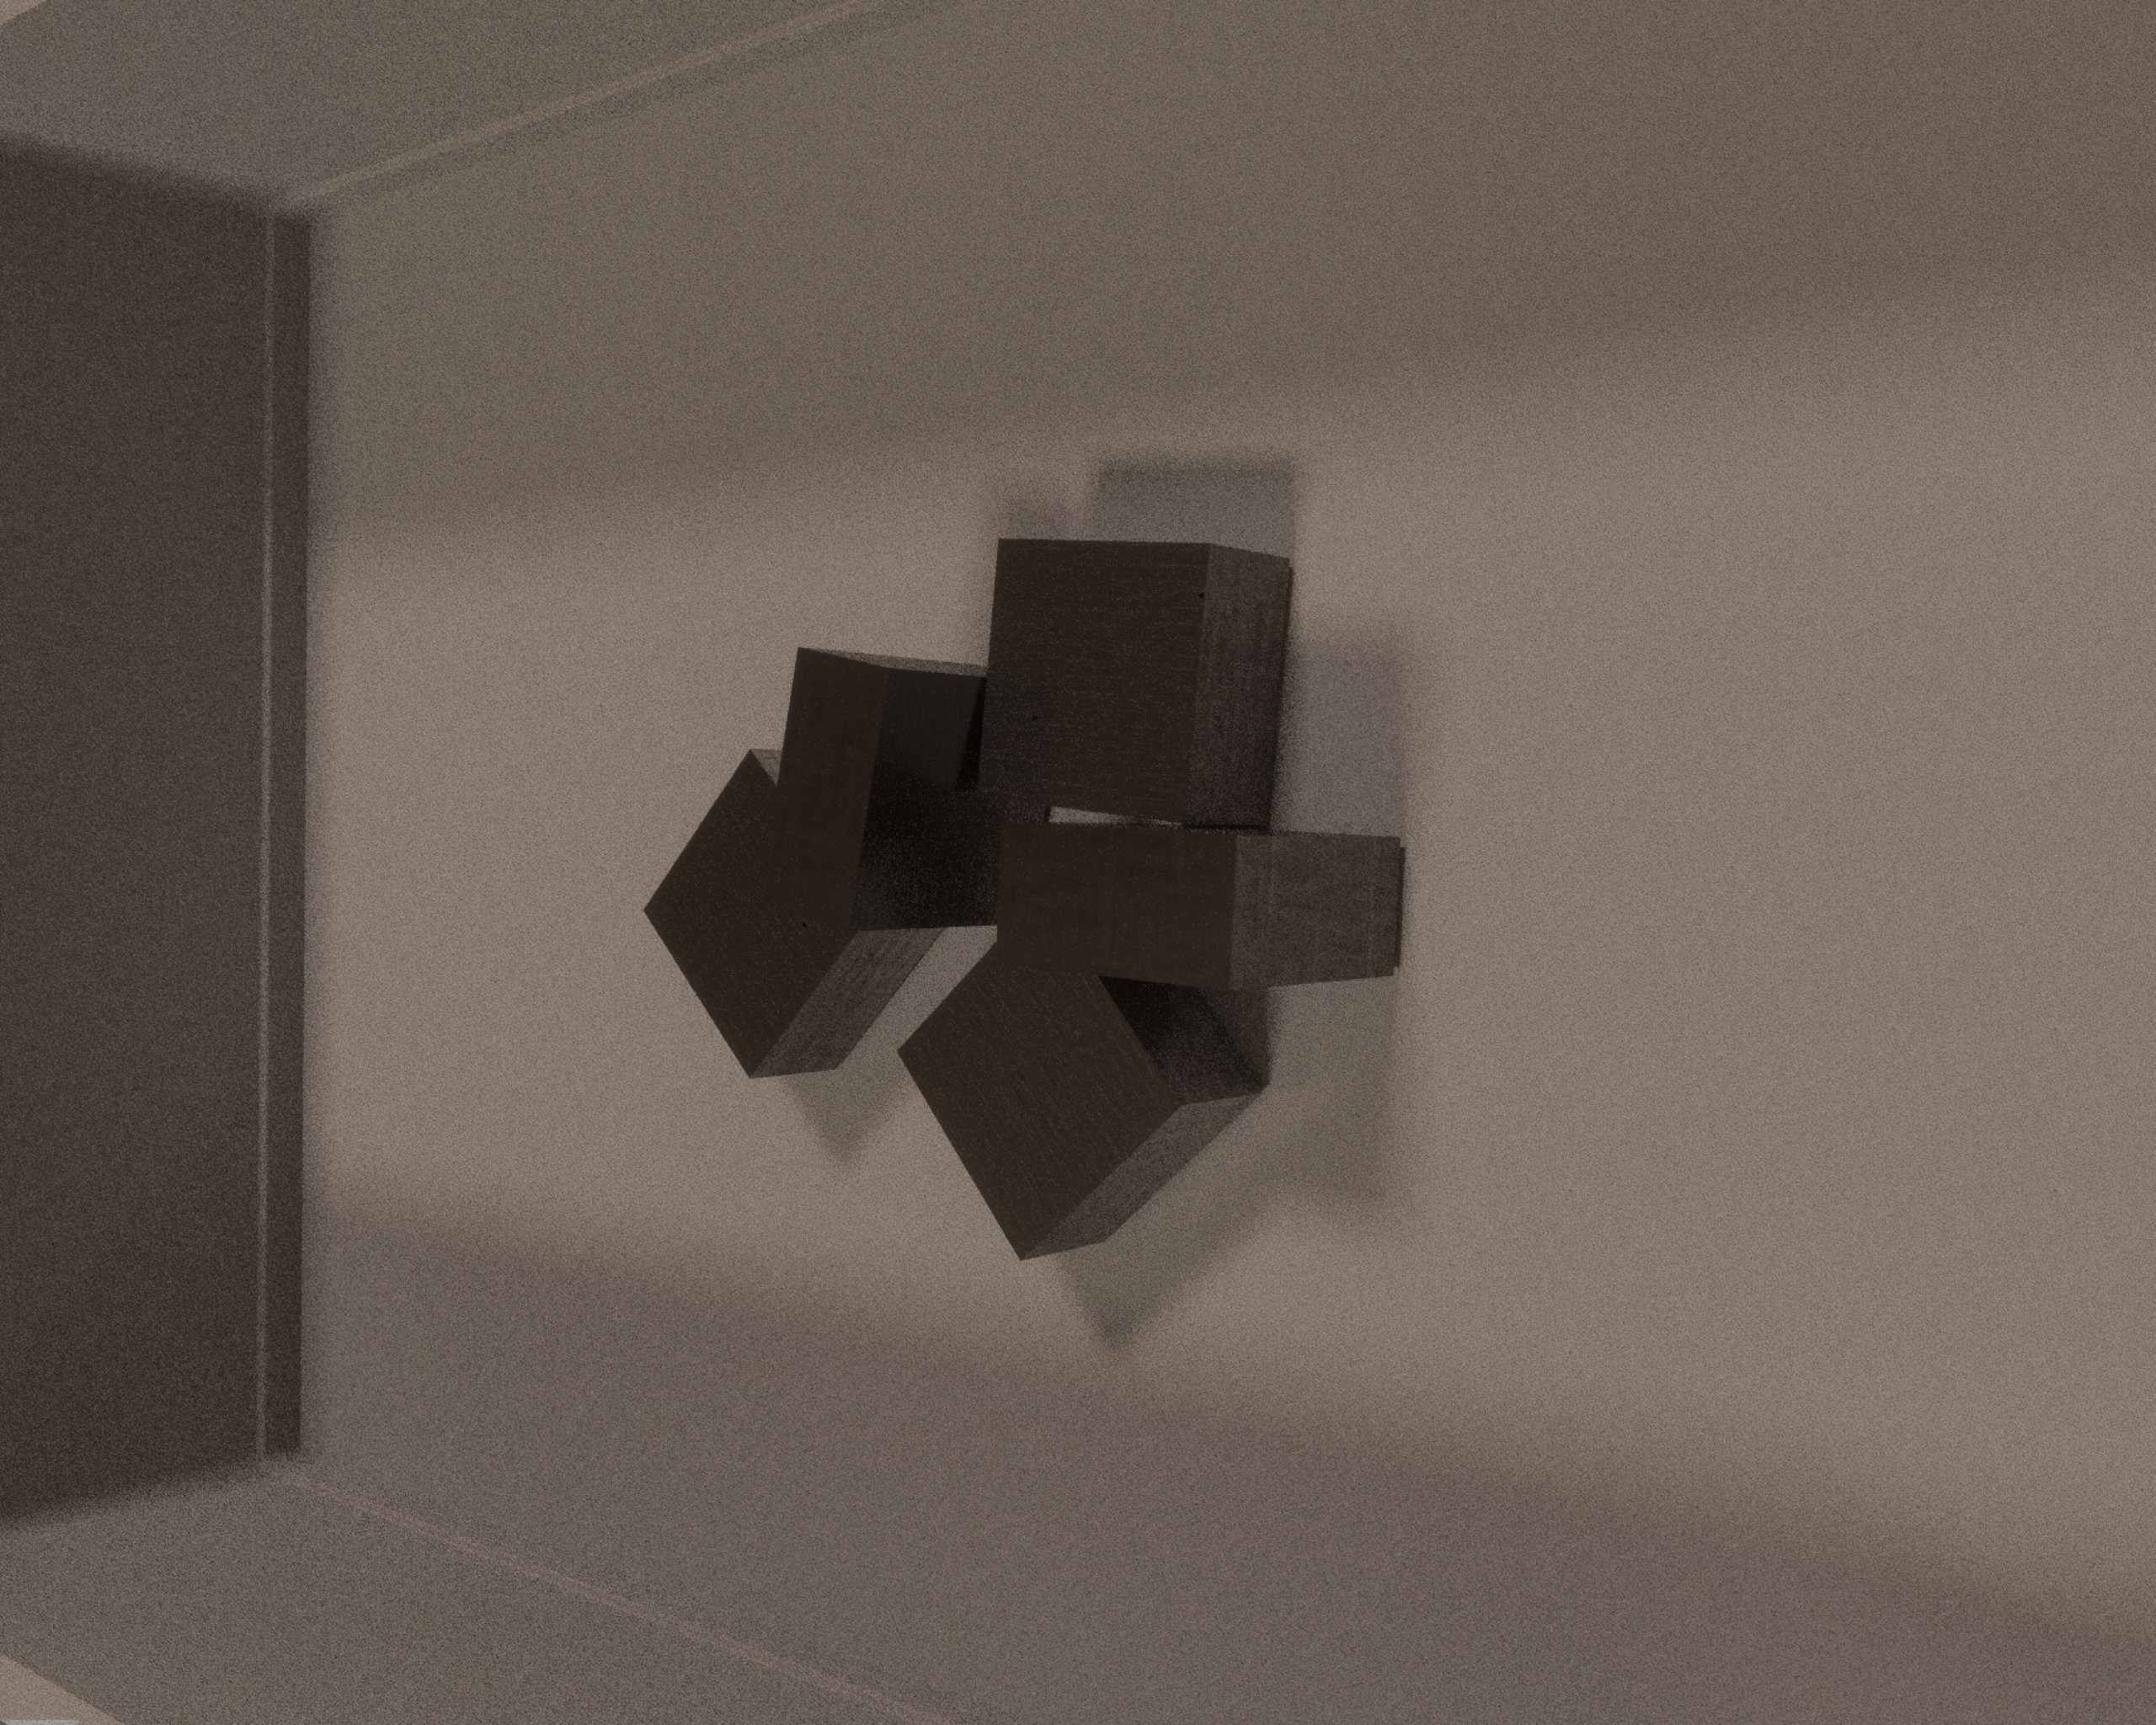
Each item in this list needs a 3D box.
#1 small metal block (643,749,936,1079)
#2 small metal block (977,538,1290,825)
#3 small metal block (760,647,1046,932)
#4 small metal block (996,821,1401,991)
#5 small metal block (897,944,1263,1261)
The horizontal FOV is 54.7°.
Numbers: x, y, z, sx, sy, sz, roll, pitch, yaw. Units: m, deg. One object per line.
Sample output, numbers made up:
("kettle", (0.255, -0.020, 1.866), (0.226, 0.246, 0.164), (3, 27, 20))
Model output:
("small metal block", (-0.062, 0.011, 0.453), (0.050, 0.025, 0.050), (-52, 60, 27))
("small metal block", (0.010, -0.035, 0.394), (0.050, 0.025, 0.050), (8, 95, 39))
("small metal block", (-0.032, -0.014, 0.412), (0.025, 0.050, 0.050), (16, 100, 38))
("small metal block", (0.022, 0.007, 0.368), (0.050, 0.050, 0.025), (4, 93, 39))
("small metal block", (-0.001, 0.040, 0.403), (0.050, 0.025, 0.050), (-48, 62, 29))
